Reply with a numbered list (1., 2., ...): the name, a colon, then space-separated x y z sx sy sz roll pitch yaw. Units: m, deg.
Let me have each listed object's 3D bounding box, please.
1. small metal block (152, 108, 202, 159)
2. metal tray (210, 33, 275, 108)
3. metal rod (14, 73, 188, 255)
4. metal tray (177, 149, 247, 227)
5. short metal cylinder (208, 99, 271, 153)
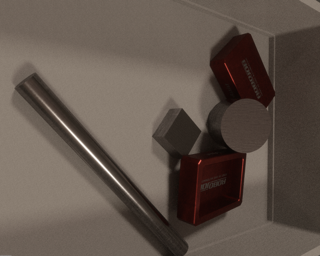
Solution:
1. small metal block: 0.024 0.008 0.429 0.050 0.025 0.050 47 62 -30
2. metal tray: 0.145 -0.082 0.527 0.090 0.030 0.130 -48 119 -29
3. metal rod: -0.051 0.062 0.365 0.025 0.025 0.300 -52 121 -28
4. metal tray: 0.080 0.081 0.455 0.131 0.030 0.089 -3 99 -48
5. short metal cylinder: 0.120 -0.005 0.474 0.081 0.050 0.079 -1 95 -13
